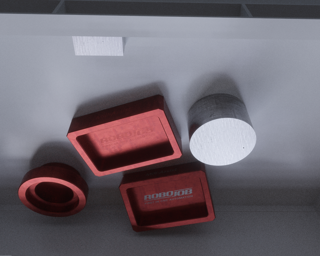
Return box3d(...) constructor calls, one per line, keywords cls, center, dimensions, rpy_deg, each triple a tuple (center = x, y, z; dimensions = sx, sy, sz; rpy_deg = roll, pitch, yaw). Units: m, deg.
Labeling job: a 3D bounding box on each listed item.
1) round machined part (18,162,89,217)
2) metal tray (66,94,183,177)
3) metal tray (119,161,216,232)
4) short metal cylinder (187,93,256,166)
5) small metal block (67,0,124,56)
box3d(cls="round machined part", center=(-0.159, 0.090, 0.472), dimensions=(0.099, 0.042, 0.097), rpy_deg=(-1, 130, 0))
box3d(cls="metal tray", center=(-0.044, 0.014, 0.416), dimensions=(0.130, 0.030, 0.090), rpy_deg=(-15, 129, 11))
box3d(cls="metal tray", center=(0.012, 0.107, 0.477), dimensions=(0.131, 0.030, 0.089), rpy_deg=(-11, 109, 9))
box3d(cls="short metal cylinder", center=(0.076, 0.003, 0.396), dimensions=(0.081, 0.050, 0.079), rpy_deg=(0, 130, 0))
box3d(cls="small metal block", center=(-0.064, -0.103, 0.320), dimensions=(0.050, 0.025, 0.050), rpy_deg=(0, 130, -1))
